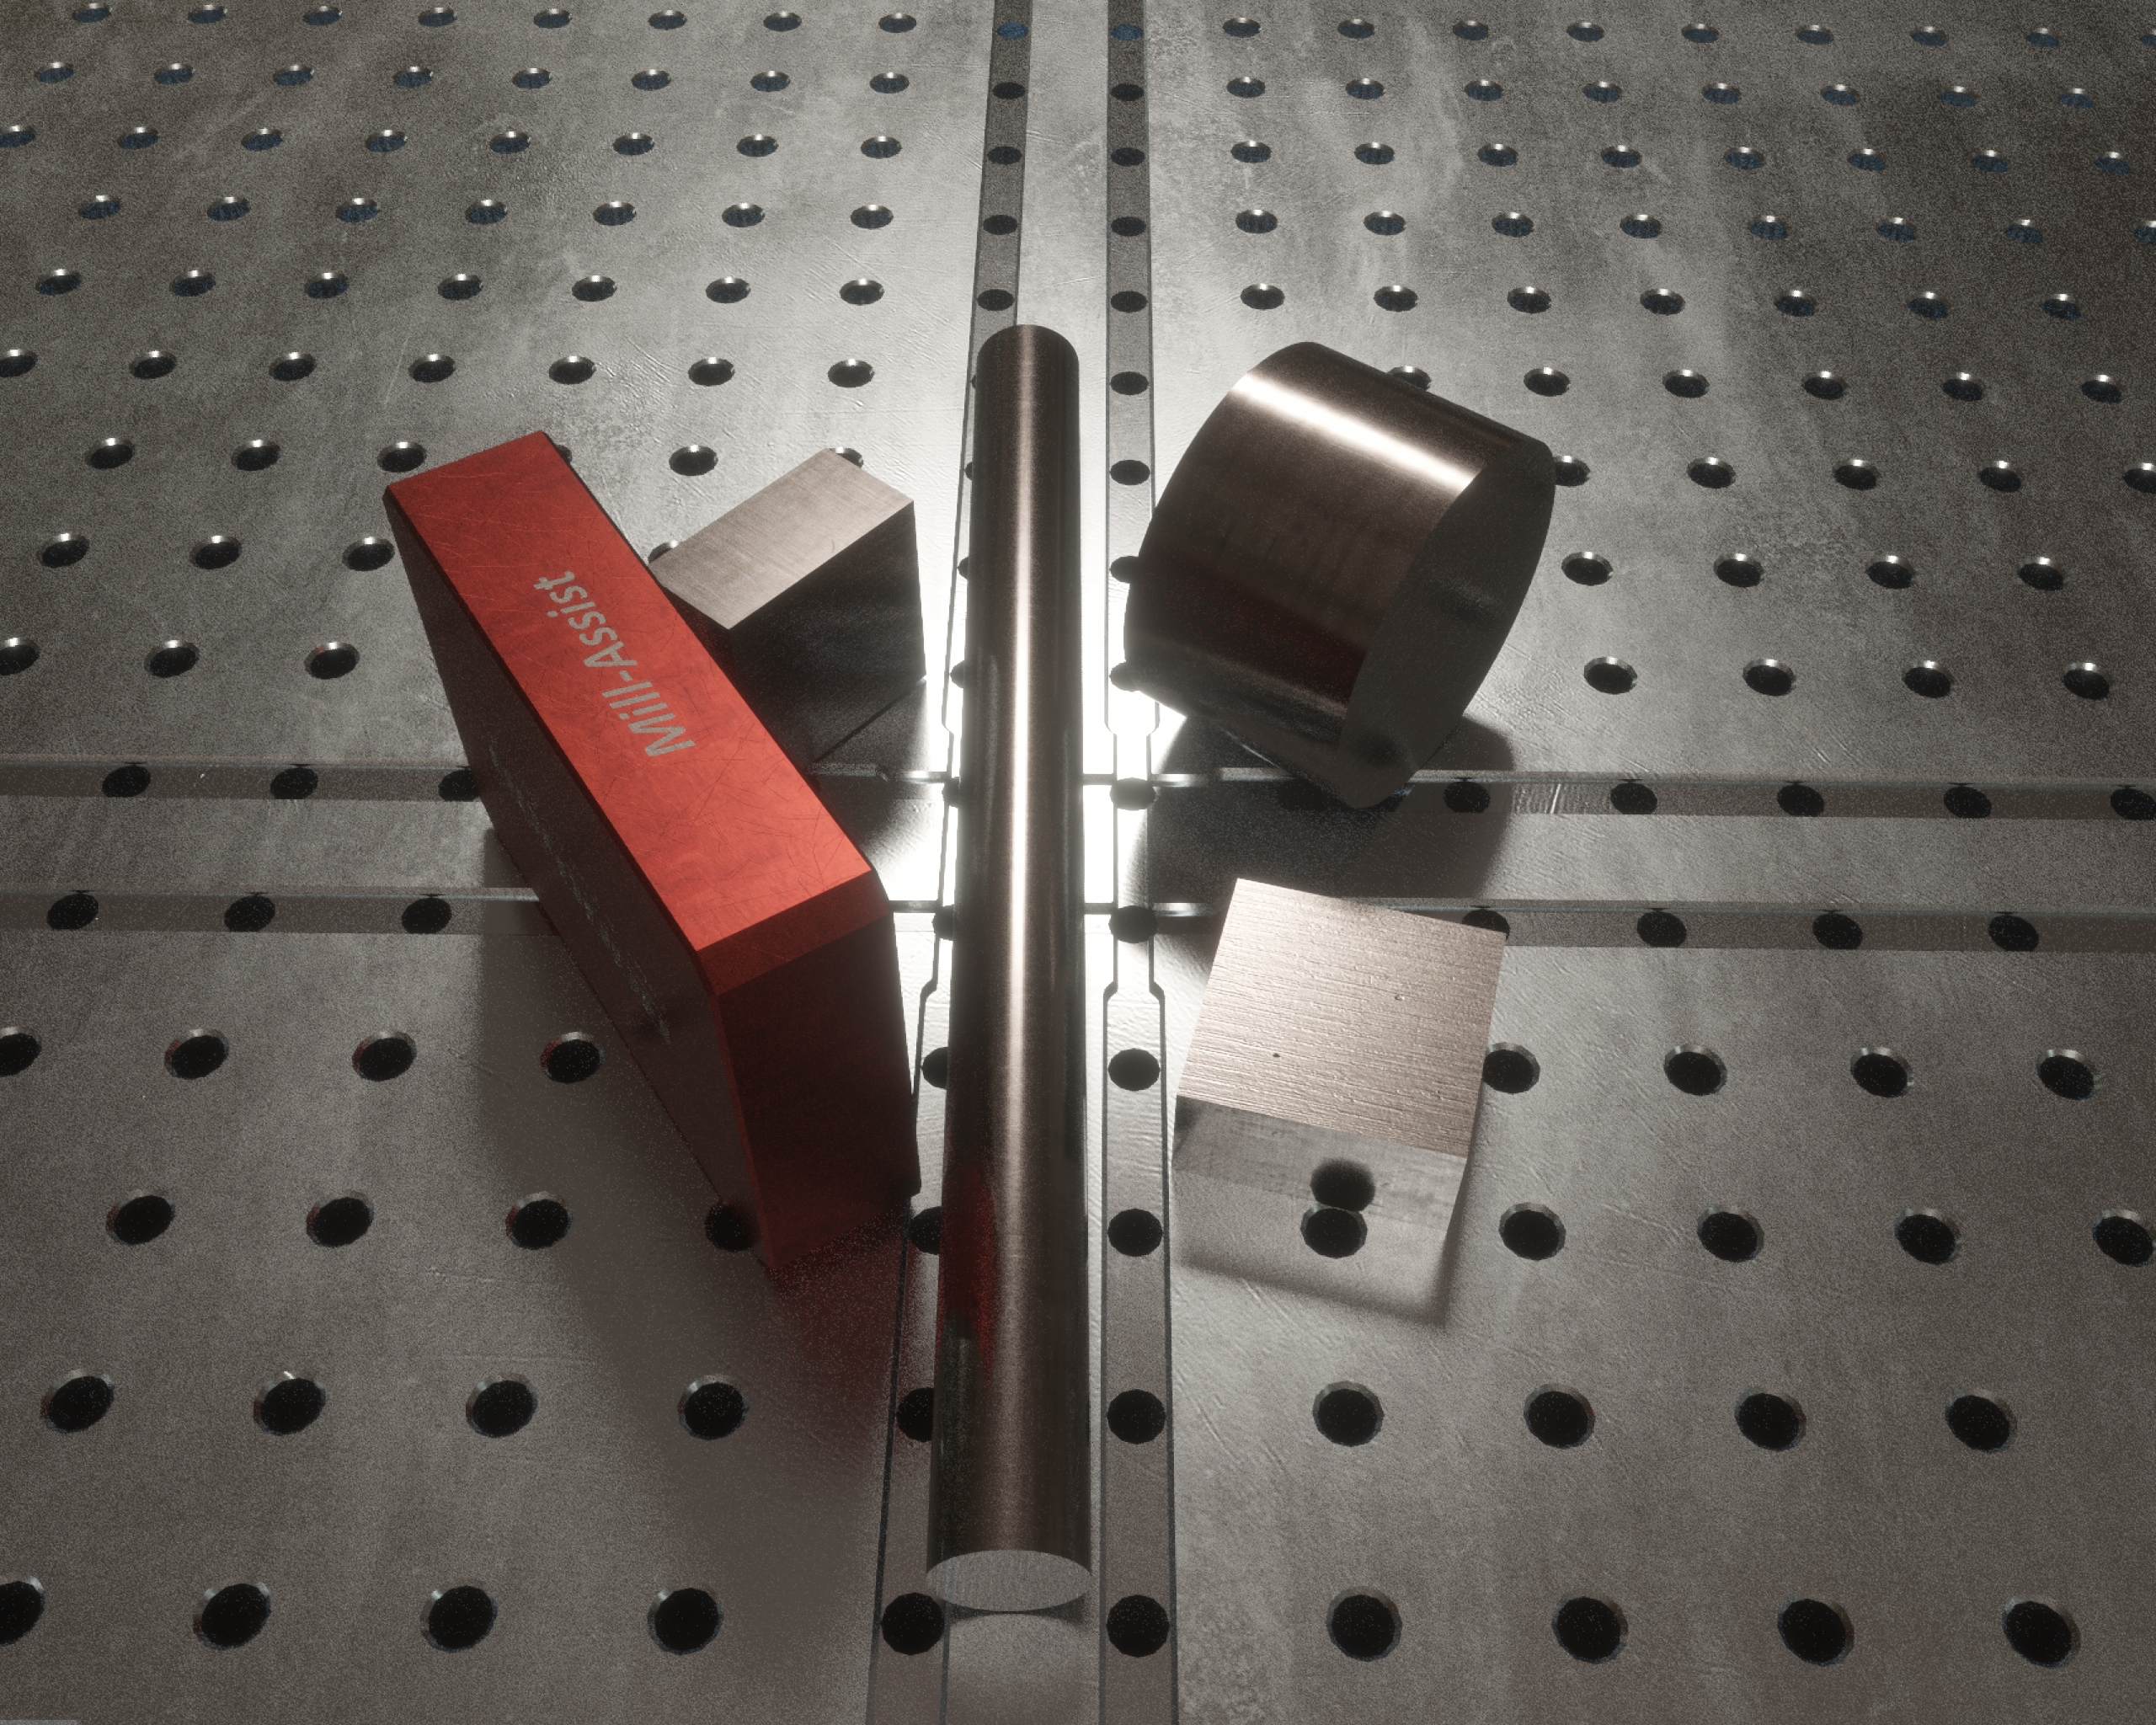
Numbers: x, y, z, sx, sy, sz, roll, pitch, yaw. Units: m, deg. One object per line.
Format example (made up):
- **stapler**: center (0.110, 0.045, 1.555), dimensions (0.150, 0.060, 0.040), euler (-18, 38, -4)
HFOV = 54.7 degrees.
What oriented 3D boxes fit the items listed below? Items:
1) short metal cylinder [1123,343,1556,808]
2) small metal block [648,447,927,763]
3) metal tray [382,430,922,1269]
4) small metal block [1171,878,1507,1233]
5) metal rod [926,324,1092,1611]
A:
- **short metal cylinder**: center (0.053, -0.058, 0.421), dimensions (0.050, 0.080, 0.080), euler (31, 56, 23)
- **small metal block**: center (-0.059, -0.049, 0.431), dimensions (0.025, 0.050, 0.050), euler (34, 58, 25)
- **metal tray**: center (-0.075, -0.003, 0.366), dimensions (0.030, 0.089, 0.130), euler (-26, 55, -20)
- **small metal block**: center (0.048, 0.034, 0.380), dimensions (0.050, 0.025, 0.050), euler (12, 51, 9)
- **metal rod**: center (-0.011, -0.006, 0.412), dimensions (0.025, 0.025, 0.300), euler (0, 50, -1)
